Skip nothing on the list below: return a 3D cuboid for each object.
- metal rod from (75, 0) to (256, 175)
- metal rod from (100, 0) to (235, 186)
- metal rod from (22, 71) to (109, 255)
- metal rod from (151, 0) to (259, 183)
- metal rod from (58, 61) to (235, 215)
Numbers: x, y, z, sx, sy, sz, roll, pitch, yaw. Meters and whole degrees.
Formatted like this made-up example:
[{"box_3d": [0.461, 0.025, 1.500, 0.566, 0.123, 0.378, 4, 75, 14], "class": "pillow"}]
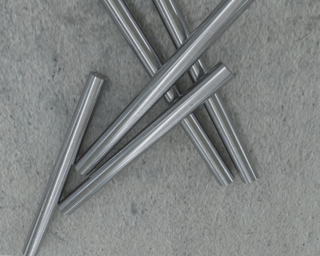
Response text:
[{"box_3d": [-0.010, -0.041, 0.369, 0.025, 0.025, 0.299, 39, 114, -14], "class": "metal rod"}, {"box_3d": [0.014, -0.045, 0.393, 0.025, 0.025, 0.299, -31, 108, 10], "class": "metal rod"}, {"box_3d": [-0.137, 0.062, 0.430, 0.025, 0.025, 0.298, 23, 108, -9], "class": "metal rod"}, {"box_3d": [0.057, -0.054, 0.390, 0.025, 0.025, 0.299, -27, 108, 9], "class": "metal rod"}, {"box_3d": [-0.030, 0.025, 0.400, 0.299, 0.025, 0.025, -41, 106, 20], "class": "metal rod"}]
